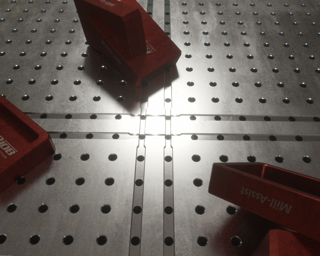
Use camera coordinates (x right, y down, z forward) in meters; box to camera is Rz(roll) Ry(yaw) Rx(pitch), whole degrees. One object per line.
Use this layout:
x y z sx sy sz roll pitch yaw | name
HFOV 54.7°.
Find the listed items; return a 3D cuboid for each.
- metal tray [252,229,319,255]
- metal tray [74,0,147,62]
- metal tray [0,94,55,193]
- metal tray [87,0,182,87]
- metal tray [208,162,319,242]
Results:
0.148 0.128 0.259 0.131 0.089 0.030 10 51 7 | metal tray
-0.077 -0.154 0.483 0.030 0.090 0.130 -38 53 -24 | metal tray
-0.210 0.012 0.390 0.130 0.030 0.090 33 57 24 | metal tray
-0.041 -0.138 0.489 0.091 0.030 0.130 -36 82 -27 | metal tray
0.122 0.063 0.287 0.091 0.030 0.130 5 7 -40 | metal tray
